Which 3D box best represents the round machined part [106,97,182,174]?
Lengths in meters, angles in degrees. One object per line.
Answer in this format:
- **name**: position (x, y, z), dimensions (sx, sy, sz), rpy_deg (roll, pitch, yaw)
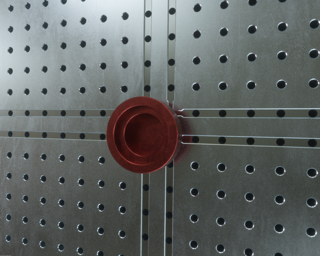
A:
- **round machined part**: position (-0.017, 0.009, 0.410), dimensions (0.098, 0.042, 0.097), rpy_deg (0, 90, 20)
